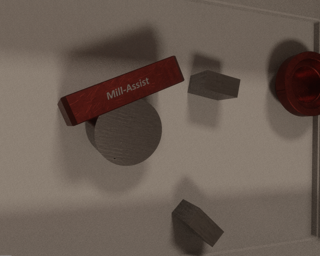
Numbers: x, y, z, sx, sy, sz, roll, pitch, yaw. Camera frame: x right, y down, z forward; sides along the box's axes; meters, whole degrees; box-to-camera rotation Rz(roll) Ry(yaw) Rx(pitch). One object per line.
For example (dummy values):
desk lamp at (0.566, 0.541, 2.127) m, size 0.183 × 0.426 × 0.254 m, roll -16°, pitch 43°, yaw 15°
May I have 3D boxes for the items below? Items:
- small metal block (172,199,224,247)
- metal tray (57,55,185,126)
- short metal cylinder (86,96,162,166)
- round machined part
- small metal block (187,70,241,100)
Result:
small metal block at (0.050, 0.127, 0.417) m, size 0.050 × 0.050 × 0.025 m, roll 46°, pitch 76°, yaw -15°
metal tray at (-0.048, -0.041, 0.358) m, size 0.131 × 0.090 × 0.030 m, roll -24°, pitch 99°, yaw -19°
short metal cylinder at (-0.045, 0.000, 0.375) m, size 0.081 × 0.050 × 0.079 m, roll -5°, pitch 101°, yaw -24°
round machined part at (0.221, -0.066, 0.483) m, size 0.099 × 0.042 × 0.097 m, roll 0°, pitch 89°, yaw -17°
small metal block at (0.073, -0.057, 0.426) m, size 0.050 × 0.050 × 0.025 m, roll 12°, pitch 86°, yaw -20°
